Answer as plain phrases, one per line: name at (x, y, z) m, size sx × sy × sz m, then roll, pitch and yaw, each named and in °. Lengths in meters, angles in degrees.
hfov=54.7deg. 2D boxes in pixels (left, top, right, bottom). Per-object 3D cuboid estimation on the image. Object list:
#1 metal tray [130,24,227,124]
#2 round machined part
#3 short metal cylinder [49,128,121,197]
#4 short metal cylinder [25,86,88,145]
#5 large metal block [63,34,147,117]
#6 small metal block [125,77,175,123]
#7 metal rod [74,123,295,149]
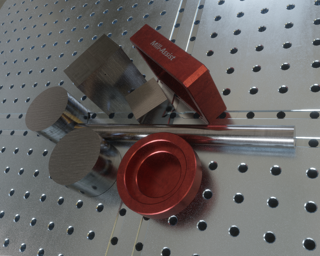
metal tray at (0.022, -0.070, 0.398) m, size 0.030 × 0.090 × 0.130 m, roll -43°, pitch 51°, yaw -1°
round machined part at (0.003, 0.057, 0.361) m, size 0.098 × 0.042 × 0.098 m, roll -13°, pitch 56°, yaw 21°
short metal cylinder at (-0.100, 0.046, 0.416) m, size 0.080 × 0.050 × 0.080 m, roll -13°, pitch 56°, yaw 21°
short metal cylinder at (-0.162, -0.018, 0.488) m, size 0.080 × 0.050 × 0.080 m, roll -13°, pitch 56°, yaw 21°
large metal block at (-0.079, -0.077, 0.462) m, size 0.080 × 0.080 × 0.050 m, roll -44°, pitch 52°, yaw -2°
small metal block at (-0.015, -0.036, 0.439) m, size 0.050 × 0.025 × 0.050 m, roll -34°, pitch 51°, yaw 6°
metal rod at (0.010, 0.007, 0.398) m, size 0.300 × 0.025 × 0.025 m, roll 1°, pitch 62°, yaw 28°
